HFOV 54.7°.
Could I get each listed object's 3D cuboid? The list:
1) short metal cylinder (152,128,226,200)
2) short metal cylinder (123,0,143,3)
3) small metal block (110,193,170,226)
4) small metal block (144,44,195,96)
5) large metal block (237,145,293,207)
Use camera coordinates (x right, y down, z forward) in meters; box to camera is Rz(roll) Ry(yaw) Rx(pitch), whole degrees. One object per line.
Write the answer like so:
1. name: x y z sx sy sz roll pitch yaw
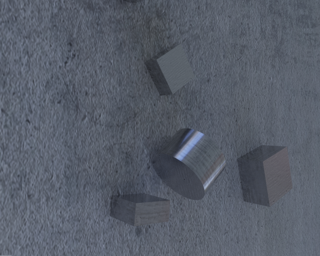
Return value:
1. short metal cylinder: 0.037 0.047 0.403 0.050 0.080 0.080 -46 118 -31
2. short metal cylinder: -0.025 -0.198 0.369 0.081 0.050 0.079 0 90 -40
3. small metal block: -0.024 0.096 0.370 0.050 0.050 0.025 7 86 -40
4. small metal block: 0.014 -0.079 0.419 0.050 0.025 0.050 -41 115 -32
5. large metal block: 0.187 0.082 0.549 0.081 0.050 0.079 -20 103 -39
